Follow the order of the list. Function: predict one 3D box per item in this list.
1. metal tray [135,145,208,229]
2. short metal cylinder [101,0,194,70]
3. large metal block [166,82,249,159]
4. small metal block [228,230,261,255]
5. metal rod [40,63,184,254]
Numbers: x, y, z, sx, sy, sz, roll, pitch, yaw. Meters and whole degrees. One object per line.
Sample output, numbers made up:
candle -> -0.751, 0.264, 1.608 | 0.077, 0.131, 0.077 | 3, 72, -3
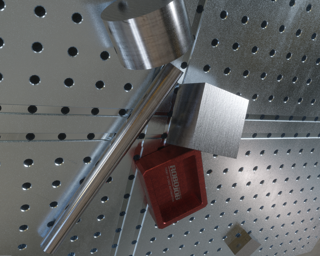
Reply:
metal tray -> 0.022, 0.087, 0.473 | 0.091, 0.030, 0.129 | -23, 127, -15
short metal cylinder -> -0.011, -0.101, 0.307 | 0.080, 0.080, 0.050 | -29, 128, -10
large metal block -> 0.063, -0.009, 0.405 | 0.081, 0.050, 0.080 | 15, 86, -34
small metal block -> 0.183, 0.253, 0.667 | 0.050, 0.025, 0.050 | -46, 129, 4
metal rod -> -0.068, 0.045, 0.401 | 0.025, 0.025, 0.299 | 28, 103, -38
